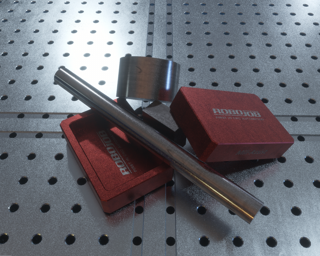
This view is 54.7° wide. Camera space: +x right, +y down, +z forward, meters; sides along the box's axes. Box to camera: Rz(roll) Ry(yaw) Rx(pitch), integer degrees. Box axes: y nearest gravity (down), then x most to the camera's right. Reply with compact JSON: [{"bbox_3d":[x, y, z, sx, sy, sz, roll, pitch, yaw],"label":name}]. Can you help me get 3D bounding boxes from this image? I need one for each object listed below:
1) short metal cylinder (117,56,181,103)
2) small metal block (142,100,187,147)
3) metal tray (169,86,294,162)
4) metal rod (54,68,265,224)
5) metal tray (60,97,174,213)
[{"bbox_3d":[-0.015,-0.062,0.411,0.080,0.080,0.050,6,92,5],"label":"short metal cylinder"},{"bbox_3d":[0.006,0.000,0.385,0.050,0.050,0.025,33,58,25],"label":"small metal block"},{"bbox_3d":[0.087,-0.005,0.371,0.131,0.030,0.090,1,45,-32],"label":"metal tray"},{"bbox_3d":[-0.020,0.006,0.359,0.300,0.025,0.025,34,58,25],"label":"metal rod"},{"bbox_3d":[-0.054,0.026,0.377,0.091,0.030,0.130,-25,55,-20],"label":"metal tray"}]
